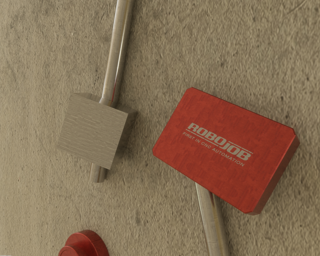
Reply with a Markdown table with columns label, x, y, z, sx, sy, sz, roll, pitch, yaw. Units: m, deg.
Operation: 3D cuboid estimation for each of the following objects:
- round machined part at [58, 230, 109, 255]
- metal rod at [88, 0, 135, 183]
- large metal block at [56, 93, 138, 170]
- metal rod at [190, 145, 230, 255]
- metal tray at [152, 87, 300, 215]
| label | x | y | z | sx | sy | sz | roll | pitch | yaw |
| --- | --- | --- | --- | --- | --- | --- | --- | --- | --- |
| round machined part | -0.127 | 0.218 | 0.496 | 0.098 | 0.042 | 0.097 | 0 | 90 | 39 |
| metal rod | -0.071 | -0.064 | 0.461 | 0.025 | 0.025 | 0.298 | 18 | 101 | 38 |
| large metal block | -0.086 | 0.002 | 0.432 | 0.080 | 0.050 | 0.079 | 20 | 100 | 7 |
| metal rod | 0.067 | 0.148 | 0.347 | 0.025 | 0.025 | 0.298 | -16 | 80 | 38 |
| metal tray | 0.064 | 0.020 | 0.329 | 0.130 | 0.030 | 0.090 | 29 | 89 | 36 |
